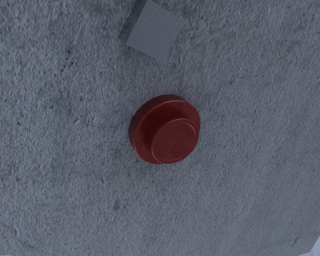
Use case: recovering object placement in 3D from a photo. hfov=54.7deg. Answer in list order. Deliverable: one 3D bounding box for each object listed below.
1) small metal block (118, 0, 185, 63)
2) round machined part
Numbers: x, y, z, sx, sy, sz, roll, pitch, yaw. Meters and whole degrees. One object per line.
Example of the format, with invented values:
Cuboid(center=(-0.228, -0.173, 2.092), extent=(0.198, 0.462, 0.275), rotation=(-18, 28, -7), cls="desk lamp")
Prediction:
Cuboid(center=(-0.009, -0.107, 0.337), extent=(0.050, 0.025, 0.050), rotation=(19, 108, -36), cls="small metal block")
Cuboid(center=(0.012, 0.008, 0.409), extent=(0.099, 0.042, 0.097), rotation=(-14, 125, -21), cls="round machined part")
